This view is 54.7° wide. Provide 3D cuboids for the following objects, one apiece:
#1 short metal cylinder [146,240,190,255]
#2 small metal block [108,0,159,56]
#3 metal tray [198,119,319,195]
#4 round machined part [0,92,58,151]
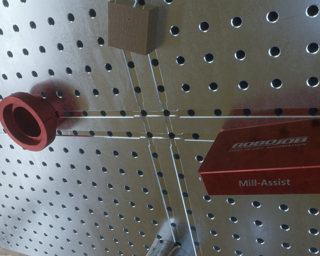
[{"bbox_3d":[0.010,0.243,0.540,0.080,0.050,0.079,13,124,21],"label":"short metal cylinder"},{"bbox_3d":[-0.031,-0.116,0.356,0.050,0.025,0.050,18,126,17],"label":"small metal block"},{"bbox_3d":[0.116,0.030,0.326,0.130,0.090,0.030,-9,114,32],"label":"metal tray"},{"bbox_3d":[-0.207,-0.014,0.501,0.098,0.042,0.097,13,124,21],"label":"round machined part"}]
